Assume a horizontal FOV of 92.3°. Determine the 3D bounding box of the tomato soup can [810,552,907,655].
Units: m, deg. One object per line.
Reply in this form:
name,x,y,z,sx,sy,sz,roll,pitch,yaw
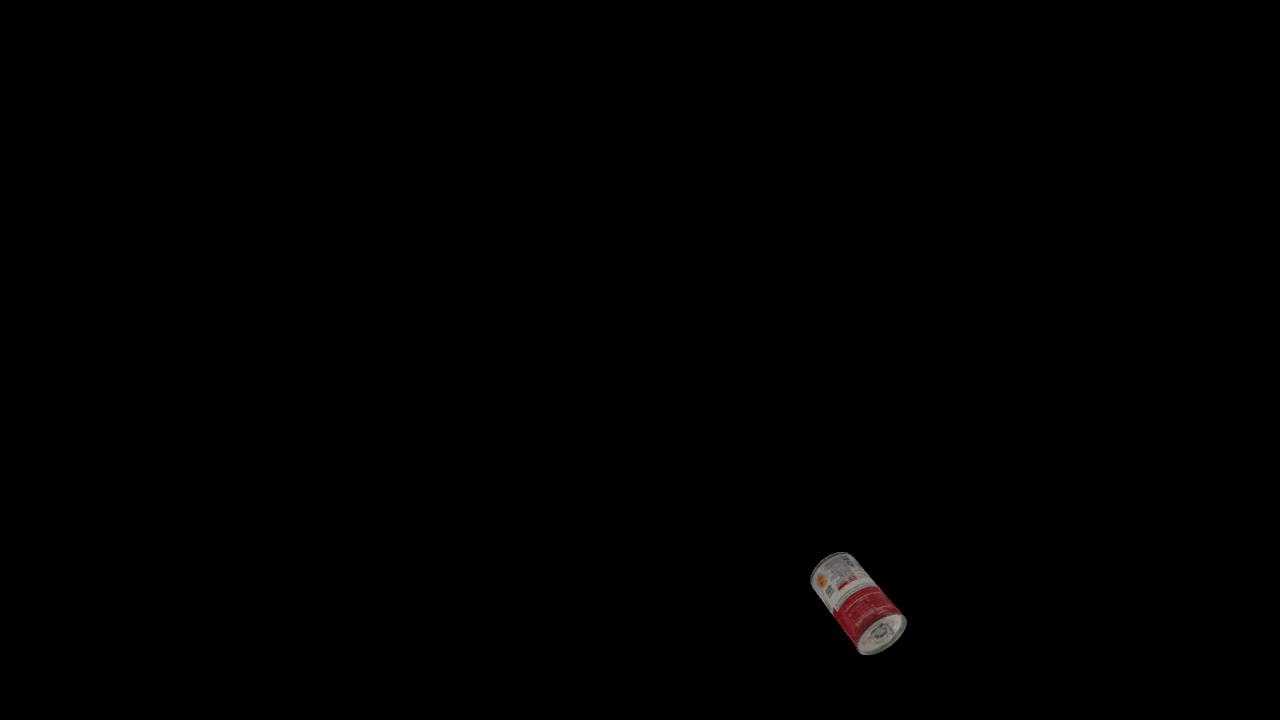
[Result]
tomato soup can,0.262,0.293,0.749,0.068,0.068,0.101,0,28,-23
